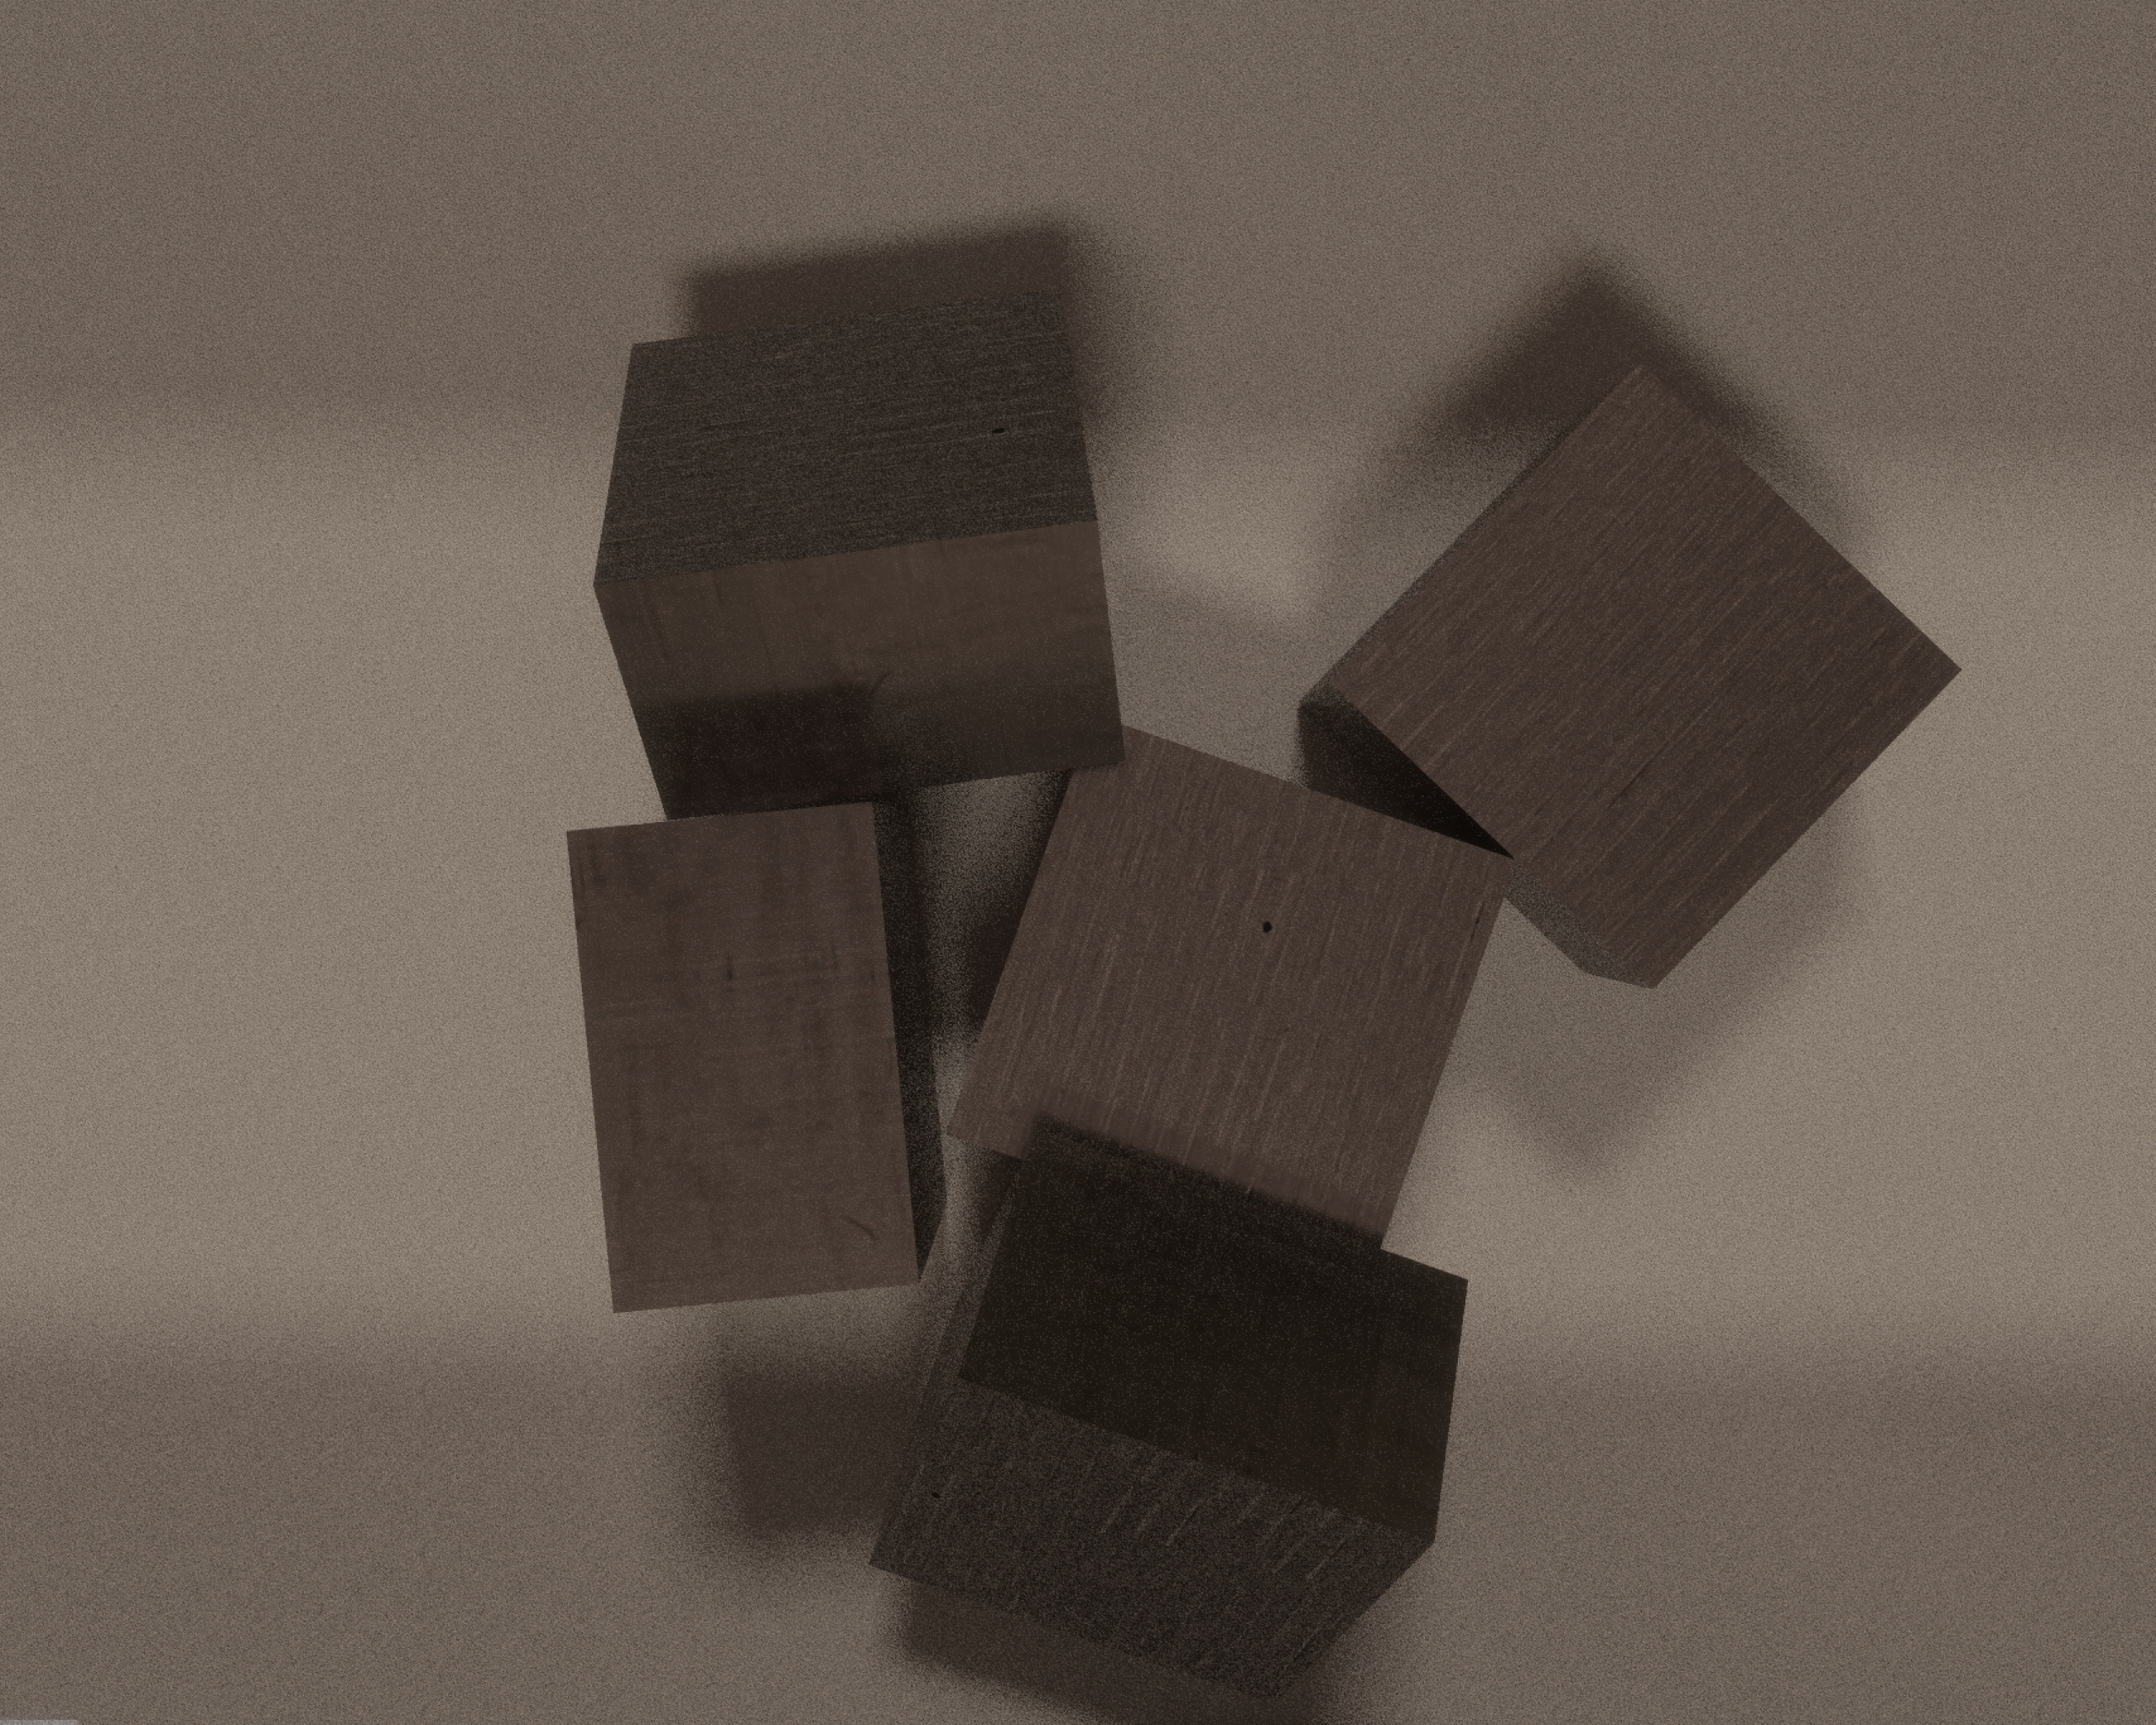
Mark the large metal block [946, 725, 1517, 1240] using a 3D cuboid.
[{"bbox_3d":[0.028,0.024,0.399,0.080,0.050,0.080,19,90,-1],"label":"large metal block"}]

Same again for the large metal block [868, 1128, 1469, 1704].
[{"bbox_3d":[0.015,0.102,0.376,0.080,0.079,0.050,20,48,-2],"label":"large metal block"}]

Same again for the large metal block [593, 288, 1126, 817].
[{"bbox_3d":[-0.037,-0.057,0.376,0.081,0.080,0.050,-7,132,0],"label":"large metal block"}]

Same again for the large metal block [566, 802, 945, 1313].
[{"bbox_3d":[-0.055,0.032,0.382,0.050,0.080,0.079,-6,90,0],"label":"large metal block"}]

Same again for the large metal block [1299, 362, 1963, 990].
[{"bbox_3d":[0.102,-0.034,0.399,0.080,0.050,0.080,44,90,-1],"label":"large metal block"}]
